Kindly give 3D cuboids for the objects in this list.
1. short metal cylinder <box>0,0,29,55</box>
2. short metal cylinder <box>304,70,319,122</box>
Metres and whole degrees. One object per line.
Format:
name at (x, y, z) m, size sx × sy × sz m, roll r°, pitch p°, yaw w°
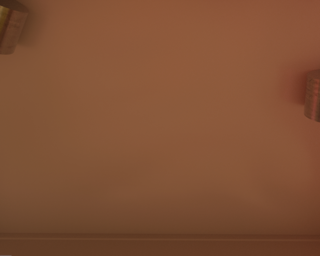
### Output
short metal cylinder at (-0.191, -0.121, 0.335) m, size 0.080 × 0.080 × 0.050 m, roll 26°, pitch 108°, yaw -10°
short metal cylinder at (0.218, -0.040, 0.371) m, size 0.081 × 0.080 × 0.050 m, roll -5°, pitch 110°, yaw 1°
